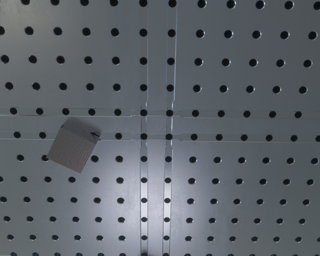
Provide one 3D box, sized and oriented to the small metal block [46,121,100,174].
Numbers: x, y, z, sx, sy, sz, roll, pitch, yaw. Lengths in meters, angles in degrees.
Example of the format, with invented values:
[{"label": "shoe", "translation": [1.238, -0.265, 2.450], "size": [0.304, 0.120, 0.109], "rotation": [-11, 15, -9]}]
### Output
[{"label": "small metal block", "translation": [-0.118, 0.026, 0.422], "size": [0.050, 0.025, 0.050], "rotation": [27, 108, -10]}]
